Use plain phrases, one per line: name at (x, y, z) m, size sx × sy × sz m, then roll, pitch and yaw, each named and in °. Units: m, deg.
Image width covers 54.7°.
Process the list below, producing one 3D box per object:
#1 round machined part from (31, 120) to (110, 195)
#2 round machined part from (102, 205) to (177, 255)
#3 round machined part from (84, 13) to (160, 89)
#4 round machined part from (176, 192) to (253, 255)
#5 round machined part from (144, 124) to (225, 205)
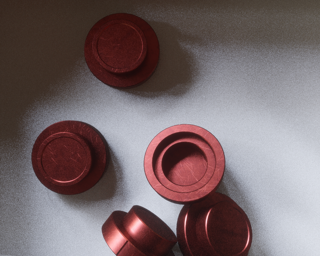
round machined part at (-0.118, 0.039, 0.402) m, size 0.099 × 0.042 × 0.097 m, roll 0°, pitch 90°, yaw 0°
round machined part at (-0.018, 0.131, 0.375) m, size 0.098 × 0.098 × 0.042 m, roll 37°, pitch 90°, yaw 0°
round machined part at (-0.050, -0.101, 0.402) m, size 0.099 × 0.042 × 0.097 m, roll 0°, pitch 90°, yaw 0°
round machined part at (0.073, 0.127, 0.379) m, size 0.099 × 0.042 × 0.098 m, roll 12°, pitch 63°, yaw -24°
round machined part at (0.032, 0.048, 0.391) m, size 0.098 × 0.042 × 0.098 m, roll -3°, pitch 67°, yaw 8°
